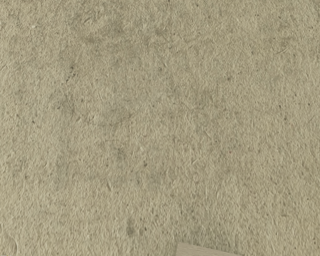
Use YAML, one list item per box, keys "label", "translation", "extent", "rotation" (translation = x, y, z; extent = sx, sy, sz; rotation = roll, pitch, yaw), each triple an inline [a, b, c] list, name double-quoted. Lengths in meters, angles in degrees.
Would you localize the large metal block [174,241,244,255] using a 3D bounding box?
- label: "large metal block"
  translation: [0.050, 0.172, 0.332]
  extent: [0.080, 0.050, 0.080]
  rotation: [11, 70, 4]
